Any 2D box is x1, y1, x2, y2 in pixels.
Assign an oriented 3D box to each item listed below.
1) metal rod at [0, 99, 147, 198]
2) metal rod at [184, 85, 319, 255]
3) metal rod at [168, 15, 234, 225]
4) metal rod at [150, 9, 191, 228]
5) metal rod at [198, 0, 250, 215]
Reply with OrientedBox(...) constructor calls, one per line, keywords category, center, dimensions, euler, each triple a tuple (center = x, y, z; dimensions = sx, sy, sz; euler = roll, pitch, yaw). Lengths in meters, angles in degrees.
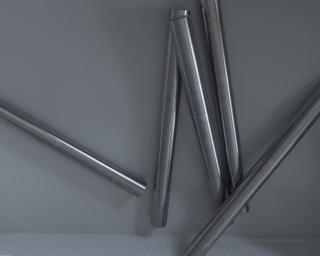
OrientedBox(category="metal rod", center=(-0.151, 0.011, 0.413), dimensions=(0.301, 0.025, 0.025), euler=(32, 107, -11))
OrientedBox(category="metal rod", center=(0.133, 0.061, 0.412), dimensions=(0.025, 0.025, 0.299), euler=(35, 98, -12))
OrientedBox(category="metal rod", center=(0.059, 0.010, 0.400), dimensions=(0.025, 0.025, 0.298), euler=(-14, 115, 5))
OrientedBox(category="metal rod", center=(0.011, 0.002, 0.411), dimensions=(0.025, 0.025, 0.298), euler=(5, 110, -2))
OrientedBox(category="metal rod", center=(0.087, -0.017, 0.405), dimensions=(0.025, 0.025, 0.298), euler=(-12, 110, 4))
